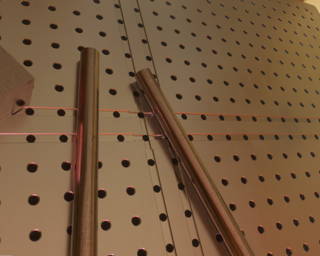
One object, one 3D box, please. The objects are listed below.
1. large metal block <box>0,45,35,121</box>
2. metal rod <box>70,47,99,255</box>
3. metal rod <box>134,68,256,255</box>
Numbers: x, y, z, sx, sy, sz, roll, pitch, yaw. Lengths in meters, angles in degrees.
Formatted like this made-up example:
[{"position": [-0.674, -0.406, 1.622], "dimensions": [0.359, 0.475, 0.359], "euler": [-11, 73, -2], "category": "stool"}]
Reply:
[{"position": [-0.192, -0.046, 0.317], "dimensions": [0.080, 0.050, 0.080], "euler": [44, 51, 2], "category": "large metal block"}, {"position": [-0.082, 0.030, 0.346], "dimensions": [0.025, 0.025, 0.299], "euler": [9, 58, -24], "category": "metal rod"}, {"position": [0.043, 0.049, 0.403], "dimensions": [0.025, 0.025, 0.299], "euler": [-17, 71, -35], "category": "metal rod"}]
